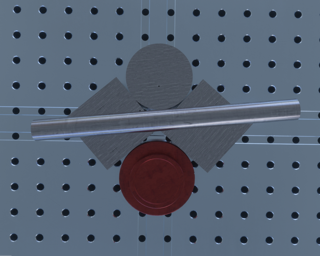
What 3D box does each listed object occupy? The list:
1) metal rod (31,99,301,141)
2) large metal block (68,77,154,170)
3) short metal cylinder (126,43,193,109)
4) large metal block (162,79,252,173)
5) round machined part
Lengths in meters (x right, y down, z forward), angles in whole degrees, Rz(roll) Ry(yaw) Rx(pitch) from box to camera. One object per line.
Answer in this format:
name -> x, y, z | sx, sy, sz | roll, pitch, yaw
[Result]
metal rod -> 0.006, -0.009, 0.358 | 0.302, 0.025, 0.025 | -5, 90, 0
large metal block -> -0.058, -0.006, 0.396 | 0.080, 0.050, 0.080 | -39, 92, 0
short metal cylinder -> -0.001, -0.062, 0.397 | 0.081, 0.050, 0.079 | 0, 90, 0
large metal block -> 0.055, -0.003, 0.395 | 0.080, 0.050, 0.080 | 42, 91, 0
round machined part -> -0.004, 0.065, 0.401 | 0.099, 0.042, 0.097 | 0, 90, 0
